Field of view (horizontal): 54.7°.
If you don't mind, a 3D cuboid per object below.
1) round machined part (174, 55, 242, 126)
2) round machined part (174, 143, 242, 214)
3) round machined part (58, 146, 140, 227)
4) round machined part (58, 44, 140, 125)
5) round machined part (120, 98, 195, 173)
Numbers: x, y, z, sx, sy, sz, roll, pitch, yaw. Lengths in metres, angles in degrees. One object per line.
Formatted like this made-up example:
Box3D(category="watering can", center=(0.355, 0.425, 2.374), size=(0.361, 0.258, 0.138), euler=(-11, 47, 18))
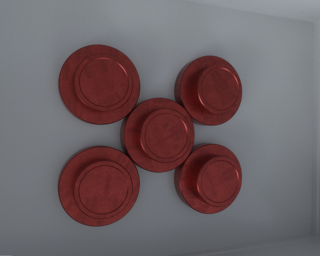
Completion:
Box3D(category="round machined part", center=(0.073, -0.052, 0.428), size=(0.099, 0.042, 0.097), euler=(0, 90, -21))
Box3D(category="round machined part", center=(0.073, 0.071, 0.429), size=(0.099, 0.042, 0.097), euler=(0, 90, -21))
Box3D(category="round machined part", center=(-0.071, 0.071, 0.375), size=(0.099, 0.042, 0.097), euler=(0, 90, -21))
Box3D(category="round machined part", center=(-0.071, -0.053, 0.374), size=(0.099, 0.042, 0.097), euler=(0, 90, -21))
Box3D(category="round machined part", center=(0.001, 0.009, 0.401), size=(0.099, 0.042, 0.097), euler=(0, 90, -21))
